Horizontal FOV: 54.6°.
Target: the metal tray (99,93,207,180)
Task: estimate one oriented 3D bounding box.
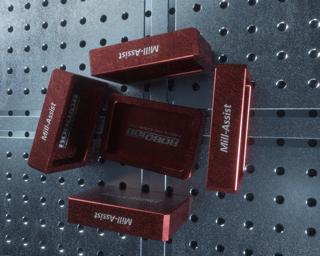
[{"bbox_3d":[-0.011,0.009,0.413,0.130,0.030,0.090,12,94,19],"label":"metal tray"}]

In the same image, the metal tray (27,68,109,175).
[{"bbox_3d":[-0.121,-0.008,0.421,0.030,0.090,0.129,19,96,19],"label":"metal tray"}]

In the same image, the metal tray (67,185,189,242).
[{"bbox_3d":[-0.037,0.102,0.392,0.130,0.090,0.030,4,92,20],"label":"metal tray"}]

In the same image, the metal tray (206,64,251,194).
[{"bbox_3d":[0.080,0.000,0.350,0.030,0.090,0.129,5,92,20],"label":"metal tray"}]

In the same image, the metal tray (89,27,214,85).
[{"bbox_3d":[-0.008,-0.083,0.381,0.130,0.090,0.030,-7,88,20],"label":"metal tray"}]
